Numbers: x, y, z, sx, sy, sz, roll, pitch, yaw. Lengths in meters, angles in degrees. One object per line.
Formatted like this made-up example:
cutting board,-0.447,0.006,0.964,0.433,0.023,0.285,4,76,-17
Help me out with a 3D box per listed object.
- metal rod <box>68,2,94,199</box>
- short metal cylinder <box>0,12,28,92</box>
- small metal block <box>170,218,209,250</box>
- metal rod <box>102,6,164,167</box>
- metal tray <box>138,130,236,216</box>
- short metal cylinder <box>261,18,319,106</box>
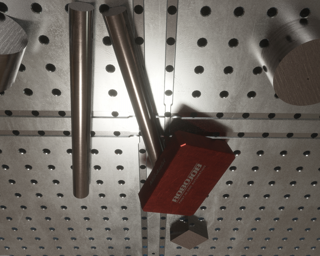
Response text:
metal rod,-0.102,-0.009,0.402,0.025,0.025,0.298,7,130,-6
short metal cylinder,-0.180,-0.079,0.306,0.080,0.080,0.050,24,126,-19
small metal block,0.054,0.200,0.583,0.050,0.025,0.050,33,123,-25
metal rod,-0.016,-0.006,0.406,0.025,0.025,0.298,-9,130,7
metal tray,0.036,0.070,0.444,0.091,0.030,0.129,14,121,-27
short metal cylinder,0.157,-0.071,0.337,0.081,0.050,0.079,0,130,0
